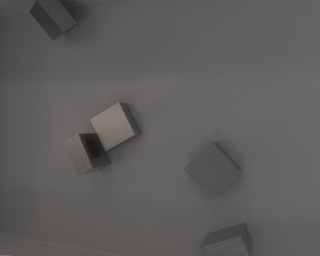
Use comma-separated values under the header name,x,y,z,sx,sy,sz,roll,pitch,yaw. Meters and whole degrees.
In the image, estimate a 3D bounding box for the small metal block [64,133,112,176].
name,x,y,z,sx,sy,sz,roll,pitch,yaw
small metal block,-0.099,0.035,0.432,0.025,0.050,0.050,-28,81,18

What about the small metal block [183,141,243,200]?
name,x,y,z,sx,sy,sz,roll,pitch,yaw
small metal block,0.066,0.052,0.387,0.050,0.025,0.050,-45,76,14

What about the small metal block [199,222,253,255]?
name,x,y,z,sx,sy,sz,roll,pitch,yaw
small metal block,0.080,0.139,0.369,0.050,0.050,0.025,-23,82,18

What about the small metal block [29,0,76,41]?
name,x,y,z,sx,sy,sz,roll,pitch,yaw
small metal block,-0.153,-0.157,0.440,0.025,0.050,0.050,-48,114,-24

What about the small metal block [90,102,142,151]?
name,x,y,z,sx,sy,sz,roll,pitch,yaw
small metal block,-0.061,-0.002,0.432,0.050,0.025,0.050,-30,81,17
